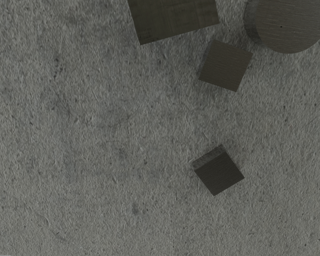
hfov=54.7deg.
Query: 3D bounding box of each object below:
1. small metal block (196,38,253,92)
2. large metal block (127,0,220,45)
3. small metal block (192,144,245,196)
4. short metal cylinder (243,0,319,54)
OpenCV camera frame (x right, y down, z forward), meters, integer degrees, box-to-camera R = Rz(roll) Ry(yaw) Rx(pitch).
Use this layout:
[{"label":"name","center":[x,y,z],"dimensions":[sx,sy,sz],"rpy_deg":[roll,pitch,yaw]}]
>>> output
[{"label":"small metal block","center":[0.078,-0.078,0.382],"dimensions":[0.050,0.025,0.050],"rpy_deg":[17,109,-7]},{"label":"large metal block","center":[0.013,-0.128,0.333],"dimensions":[0.080,0.080,0.050],"rpy_deg":[-14,110,5]},{"label":"small metal block","center":[0.081,0.059,0.432],"dimensions":[0.050,0.025,0.050],"rpy_deg":[-34,107,11]},{"label":"short metal cylinder","center":[0.141,-0.128,0.351],"dimensions":[0.081,0.050,0.079],"rpy_deg":[0,110,0]}]
